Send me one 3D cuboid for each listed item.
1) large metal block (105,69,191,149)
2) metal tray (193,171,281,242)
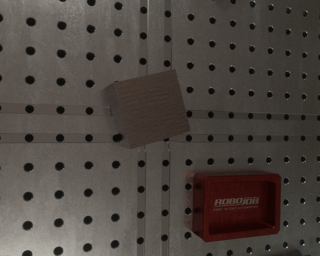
[{"bbox_3d":[-0.016,-0.024,0.394,0.081,0.050,0.080,-16,96,-20],"label":"large metal block"},{"bbox_3d":[0.115,0.112,0.454,0.131,0.030,0.089,2,90,-21],"label":"metal tray"}]
